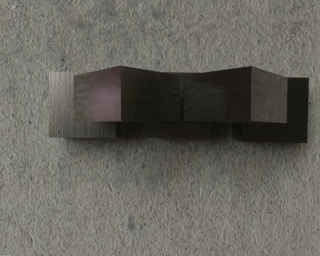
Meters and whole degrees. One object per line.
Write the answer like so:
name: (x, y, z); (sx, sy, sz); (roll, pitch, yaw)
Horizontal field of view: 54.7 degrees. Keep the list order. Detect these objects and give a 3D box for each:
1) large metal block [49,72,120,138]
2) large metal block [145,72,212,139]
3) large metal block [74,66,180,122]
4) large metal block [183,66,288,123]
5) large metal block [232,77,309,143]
large metal block: (-0.093, -0.028, 0.398); (0.081, 0.050, 0.079); (0, 90, -1)
large metal block: (0.022, -0.028, 0.399); (0.081, 0.050, 0.079); (1, 90, -1)
large metal block: (-0.035, -0.032, 0.333); (0.081, 0.080, 0.050); (-1, 91, -46)
large metal block: (0.082, -0.031, 0.337); (0.080, 0.081, 0.050); (1, 90, 44)
large metal block: (0.140, -0.022, 0.401); (0.081, 0.050, 0.079); (2, 90, -1)
